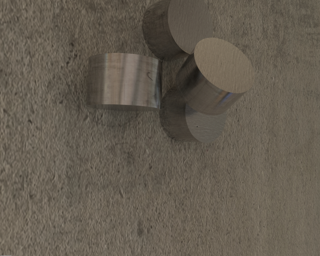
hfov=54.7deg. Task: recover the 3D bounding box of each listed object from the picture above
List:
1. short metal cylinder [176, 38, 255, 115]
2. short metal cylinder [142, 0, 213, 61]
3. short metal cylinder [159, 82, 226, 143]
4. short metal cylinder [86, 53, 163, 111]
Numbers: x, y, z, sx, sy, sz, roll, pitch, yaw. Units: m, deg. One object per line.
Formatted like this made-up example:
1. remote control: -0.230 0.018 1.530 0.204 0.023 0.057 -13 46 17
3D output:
1. short metal cylinder: 0.066 -0.062 0.377 0.081 0.050 0.080 12 58 -19
2. short metal cylinder: 0.024 -0.132 0.408 0.081 0.050 0.080 0 90 -40
3. short metal cylinder: 0.046 -0.020 0.427 0.081 0.050 0.080 0 90 -40
4. short metal cylinder: -0.038 -0.046 0.337 0.081 0.080 0.050 3 88 -40
